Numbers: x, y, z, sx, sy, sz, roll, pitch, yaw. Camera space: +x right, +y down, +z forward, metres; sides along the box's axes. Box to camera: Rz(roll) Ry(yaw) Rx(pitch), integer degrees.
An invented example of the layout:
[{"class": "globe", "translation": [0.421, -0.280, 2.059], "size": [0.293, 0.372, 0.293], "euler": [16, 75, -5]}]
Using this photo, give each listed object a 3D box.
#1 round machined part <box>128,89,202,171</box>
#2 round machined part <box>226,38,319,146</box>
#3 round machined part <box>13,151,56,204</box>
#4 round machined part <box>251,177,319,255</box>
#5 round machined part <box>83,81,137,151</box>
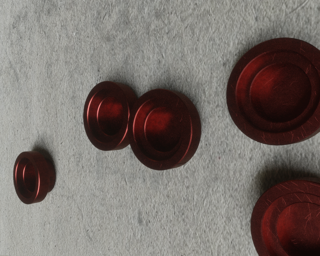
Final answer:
[{"class": "round machined part", "translation": [0.010, 0.002, 0.385], "size": [0.098, 0.042, 0.097], "euler": [0, 91, 38]}, {"class": "round machined part", "translation": [0.118, -0.033, 0.297], "size": [0.098, 0.042, 0.097], "euler": [0, 90, 40]}, {"class": "round machined part", "translation": [-0.235, 0.092, 0.589], "size": [0.098, 0.042, 0.097], "euler": [0, 90, 40]}, {"class": "round machined part", "translation": [0.137, 0.093, 0.280], "size": [0.098, 0.042, 0.097], "euler": [0, 90, 40]}, {"class": "round machined part", "translation": [-0.064, -0.017, 0.447], "size": [0.098, 0.042, 0.097], "euler": [0, 90, 40]}]
